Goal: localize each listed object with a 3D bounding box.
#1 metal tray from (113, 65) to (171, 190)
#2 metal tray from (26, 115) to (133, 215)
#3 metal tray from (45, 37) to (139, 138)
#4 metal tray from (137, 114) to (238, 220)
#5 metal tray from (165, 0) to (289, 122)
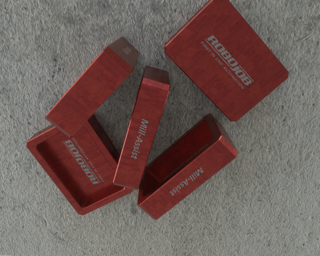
[{"bbox_3d":[-0.022,-0.003,0.374,0.030,0.090,0.129,16,109,-6],"label":"metal tray"},{"bbox_3d":[-0.104,0.048,0.424,0.090,0.030,0.130,-27,108,9],"label":"metal tray"},{"bbox_3d":[-0.066,-0.051,0.335,0.030,0.130,0.090,42,104,-14],"label":"metal tray"},{"bbox_3d":[0.030,0.046,0.393,0.130,0.090,0.030,-41,105,13],"label":"metal tray"},{"bbox_3d":[0.080,-0.082,0.379,0.090,0.030,0.130,-43,105,13],"label":"metal tray"}]
